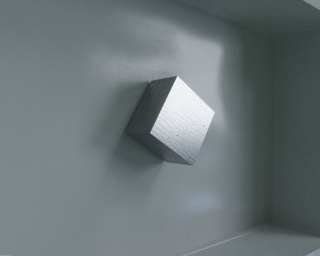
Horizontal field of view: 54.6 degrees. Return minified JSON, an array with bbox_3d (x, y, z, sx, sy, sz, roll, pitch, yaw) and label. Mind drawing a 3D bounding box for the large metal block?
[{"bbox_3d":[0.015,-0.008,0.397,0.080,0.050,0.080,39,66,-34],"label":"large metal block"}]
